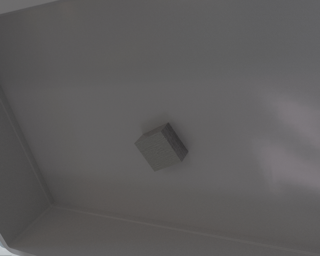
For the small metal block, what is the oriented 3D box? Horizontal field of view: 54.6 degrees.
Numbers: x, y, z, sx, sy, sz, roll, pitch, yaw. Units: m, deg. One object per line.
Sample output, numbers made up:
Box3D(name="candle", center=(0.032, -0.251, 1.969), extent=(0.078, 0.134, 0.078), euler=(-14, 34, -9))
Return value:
Box3D(name="small metal block", center=(0.002, 0.027, 0.425), extent=(0.050, 0.025, 0.050), euler=(-25, 105, 37))
